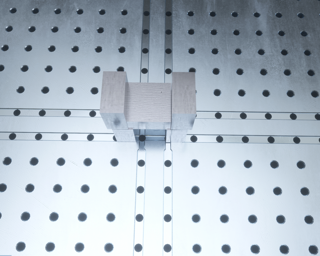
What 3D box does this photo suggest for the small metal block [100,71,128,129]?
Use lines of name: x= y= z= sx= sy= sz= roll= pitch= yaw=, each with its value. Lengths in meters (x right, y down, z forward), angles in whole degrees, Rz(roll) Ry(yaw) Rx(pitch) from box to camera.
small metal block: x=-0.050 y=-0.030 z=0.355 sx=0.025 sy=0.050 sz=0.050 roll=1 pitch=70 yaw=0

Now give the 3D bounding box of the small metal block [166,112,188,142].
small metal block: x=0.020 y=-0.013 z=0.403 sx=0.025 sy=0.050 sz=0.050 roll=-1 pitch=70 yaw=-1

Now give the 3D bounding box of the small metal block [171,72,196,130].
small metal block: x=0.026 y=-0.030 z=0.355 sx=0.025 sy=0.050 sz=0.050 roll=1 pitch=70 yaw=0

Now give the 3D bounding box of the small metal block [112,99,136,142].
small metal block: x=-0.045 y=-0.013 z=0.402 sx=0.025 sy=0.050 sz=0.050 roll=1 pitch=70 yaw=0

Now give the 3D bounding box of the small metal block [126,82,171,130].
small metal block: x=-0.013 y=-0.026 z=0.369 sx=0.050 sy=0.025 sz=0.050 roll=1 pitch=70 yaw=0
